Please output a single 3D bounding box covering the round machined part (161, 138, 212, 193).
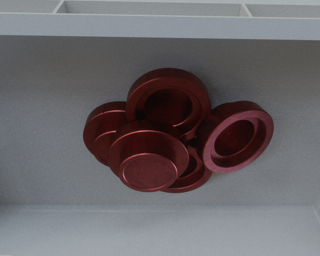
[{"bbox_3d":[0.022,0.045,0.434,0.099,0.042,0.097,-1,130,0],"label":"round machined part"}]

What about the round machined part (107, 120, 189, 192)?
[{"bbox_3d":[-0.014,0.040,0.373,0.099,0.042,0.097,-1,130,0],"label":"round machined part"}]

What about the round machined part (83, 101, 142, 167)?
[{"bbox_3d":[-0.051,0.016,0.407,0.099,0.042,0.097,-1,130,0],"label":"round machined part"}]

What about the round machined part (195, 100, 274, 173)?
[{"bbox_3d":[0.088,0.007,0.389,0.099,0.042,0.097,-13,129,-16],"label":"round machined part"}]

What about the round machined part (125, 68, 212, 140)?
[{"bbox_3d":[0.010,-0.030,0.371,0.099,0.042,0.097,-1,130,0],"label":"round machined part"}]
